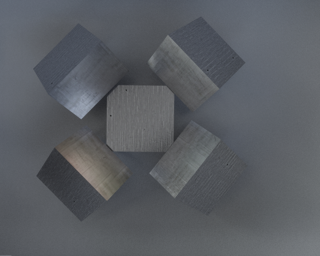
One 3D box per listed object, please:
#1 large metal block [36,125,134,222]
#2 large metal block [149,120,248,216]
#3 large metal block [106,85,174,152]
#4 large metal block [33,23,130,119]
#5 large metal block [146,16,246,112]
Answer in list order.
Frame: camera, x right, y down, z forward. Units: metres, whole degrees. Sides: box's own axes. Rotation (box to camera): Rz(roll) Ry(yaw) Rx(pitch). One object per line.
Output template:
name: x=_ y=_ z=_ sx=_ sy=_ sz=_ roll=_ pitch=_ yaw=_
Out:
large metal block: x=-0.093 y=0.057 z=0.376 sx=0.080 sy=0.050 sz=0.080 roll=46 pitch=134 yaw=-1
large metal block: x=0.049 y=0.050 z=0.376 sx=0.080 sy=0.050 sz=0.080 roll=-52 pitch=135 yaw=-1
large metal block: x=-0.023 y=-0.011 z=0.396 sx=0.081 sy=0.050 sz=0.080 roll=1 pitch=90 yaw=0
large metal block: x=-0.097 y=-0.070 z=0.373 sx=0.080 sy=0.080 sz=0.050 roll=-46 pitch=134 yaw=0
large metal block: x=0.045 y=-0.079 z=0.377 sx=0.080 sy=0.050 sz=0.080 roll=47 pitch=47 yaw=0
